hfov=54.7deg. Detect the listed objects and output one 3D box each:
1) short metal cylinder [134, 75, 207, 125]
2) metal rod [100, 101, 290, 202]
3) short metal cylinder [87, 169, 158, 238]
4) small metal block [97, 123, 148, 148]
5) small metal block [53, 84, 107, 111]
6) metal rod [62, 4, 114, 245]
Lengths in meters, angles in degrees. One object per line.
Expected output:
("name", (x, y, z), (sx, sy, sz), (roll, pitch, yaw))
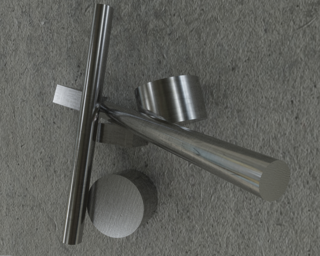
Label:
("short metal cylinder", (0.013, -0.028, 0.375), (0.080, 0.080, 0.050), (-13, 86, 19))
("metal rod", (-0.006, 0.002, 0.305), (0.300, 0.025, 0.025), (21, 100, 59))
("short metal cylinder", (-0.049, 0.098, 0.413), (0.080, 0.050, 0.079), (0, 90, 20))
("small metal block", (-0.048, 0.009, 0.412), (0.050, 0.050, 0.025), (8, 93, 19))
("small metal block", (-0.111, -0.040, 0.435), (0.050, 0.050, 0.025), (18, 96, 19))
("metal rod", (-0.091, -0.004, 0.392), (0.025, 0.025, 0.298), (8, 91, 20))
